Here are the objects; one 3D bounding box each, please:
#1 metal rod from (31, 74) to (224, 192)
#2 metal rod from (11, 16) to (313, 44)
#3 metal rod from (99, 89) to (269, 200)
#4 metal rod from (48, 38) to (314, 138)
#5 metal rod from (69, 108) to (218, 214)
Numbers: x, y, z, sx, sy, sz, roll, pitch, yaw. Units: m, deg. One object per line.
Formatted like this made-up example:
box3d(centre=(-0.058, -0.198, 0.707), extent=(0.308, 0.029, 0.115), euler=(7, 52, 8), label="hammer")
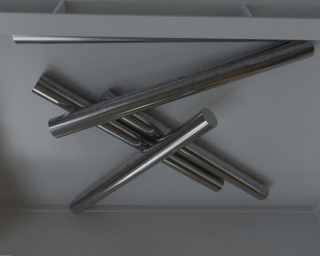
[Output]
box3d(centre=(-0.026, 0.018, 0.423), extent=(0.301, 0.025, 0.025), euler=(31, 123, -24), label="metal rod")
box3d(centre=(0.003, -0.101, 0.322), extent=(0.302, 0.025, 0.025), euler=(-1, 130, 0), label="metal rod")
box3d(centre=(0.049, 0.034, 0.438), extent=(0.301, 0.025, 0.025), euler=(31, 123, -24), label="metal rod")
box3d(centre=(0.018, -0.044, 0.350), extent=(0.301, 0.025, 0.025), euler=(-17, 129, 6), label="metal rod")
box3d(centre=(-0.042, 0.060, 0.432), extent=(0.025, 0.025, 0.299), euler=(34, 130, -26), label="metal rod")
